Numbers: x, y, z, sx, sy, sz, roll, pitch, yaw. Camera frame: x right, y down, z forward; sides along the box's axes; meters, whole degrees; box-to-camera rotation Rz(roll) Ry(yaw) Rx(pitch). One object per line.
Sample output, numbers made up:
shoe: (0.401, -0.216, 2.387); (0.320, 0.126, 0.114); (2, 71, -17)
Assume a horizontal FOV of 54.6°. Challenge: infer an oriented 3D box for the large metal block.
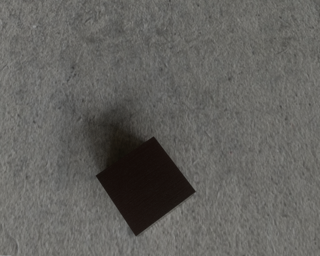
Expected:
large metal block: (-0.016, 0.070, 0.369); (0.080, 0.050, 0.080); (-34, 74, -12)
